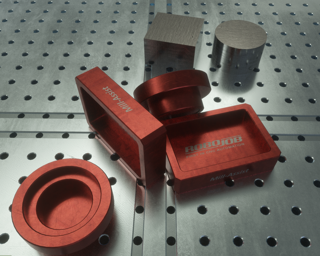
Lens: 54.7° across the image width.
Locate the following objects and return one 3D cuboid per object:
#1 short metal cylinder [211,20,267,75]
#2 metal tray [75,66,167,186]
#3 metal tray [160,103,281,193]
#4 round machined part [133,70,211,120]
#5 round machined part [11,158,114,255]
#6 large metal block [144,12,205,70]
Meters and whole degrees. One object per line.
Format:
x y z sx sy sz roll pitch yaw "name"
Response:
0.126 -0.131 0.503 0.081 0.050 0.080 0 50 0 "short metal cylinder"
-0.046 -0.003 0.366 0.030 0.089 0.130 -33 58 -24 "metal tray"
0.068 0.021 0.386 0.131 0.030 0.090 -12 51 -10 "metal tray"
0.018 -0.035 0.398 0.099 0.098 0.042 -12 79 -10 "round machined part"
-0.097 0.084 0.325 0.099 0.042 0.098 0 50 0 "round machined part"
0.024 -0.143 0.512 0.080 0.050 0.080 12 51 9 "large metal block"
